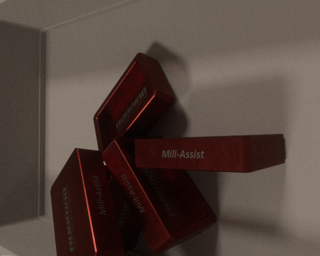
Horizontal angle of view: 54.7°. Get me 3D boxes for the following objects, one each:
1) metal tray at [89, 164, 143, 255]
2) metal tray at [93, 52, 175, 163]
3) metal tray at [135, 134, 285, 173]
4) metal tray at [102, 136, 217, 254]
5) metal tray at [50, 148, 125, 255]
[{"bbox_3d":[-0.057,0.110,0.409,0.030,0.091,0.129,28,107,37],"label":"metal tray"},{"bbox_3d":[-0.041,-0.024,0.415,0.129,0.030,0.090,-49,41,28],"label":"metal tray"},{"bbox_3d":[0.049,0.024,0.322,0.130,0.091,0.030,-4,88,39],"label":"metal tray"},{"bbox_3d":[-0.001,0.069,0.362,0.030,0.091,0.130,-48,62,29],"label":"metal tray"},{"bbox_3d":[-0.087,0.099,0.345,0.089,0.030,0.130,-52,44,32],"label":"metal tray"}]
